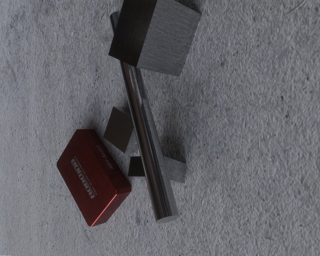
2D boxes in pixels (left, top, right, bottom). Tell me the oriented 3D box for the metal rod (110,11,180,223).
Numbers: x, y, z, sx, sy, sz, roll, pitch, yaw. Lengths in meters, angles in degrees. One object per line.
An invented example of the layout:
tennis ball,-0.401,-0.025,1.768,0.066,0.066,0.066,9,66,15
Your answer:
metal rod,-0.027,-0.035,0.383,0.025,0.025,0.299,-36,55,34

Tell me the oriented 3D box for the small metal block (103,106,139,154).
small metal block,-0.050,0.002,0.444,0.050,0.025,0.050,32,110,35

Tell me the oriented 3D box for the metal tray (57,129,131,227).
metal tray,-0.108,0.075,0.488,0.130,0.030,0.090,52,120,27

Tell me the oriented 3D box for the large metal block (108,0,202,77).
large metal block,-0.005,-0.112,0.371,0.050,0.081,0.079,31,109,35

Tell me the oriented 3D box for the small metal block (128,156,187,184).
small metal block,-0.003,0.052,0.386,0.050,0.050,0.025,-6,70,39
